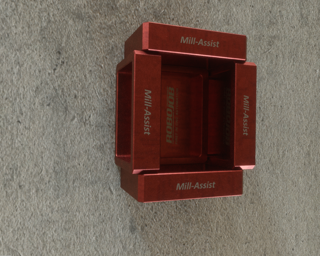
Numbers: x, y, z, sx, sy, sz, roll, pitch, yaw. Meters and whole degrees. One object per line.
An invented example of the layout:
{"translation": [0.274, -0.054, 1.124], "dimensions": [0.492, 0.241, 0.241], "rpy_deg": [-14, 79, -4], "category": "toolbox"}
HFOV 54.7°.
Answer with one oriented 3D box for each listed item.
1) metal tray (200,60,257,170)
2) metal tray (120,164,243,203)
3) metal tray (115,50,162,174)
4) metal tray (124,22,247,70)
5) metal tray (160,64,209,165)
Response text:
{"translation": [0.086, -0.015, 0.408], "dimensions": [0.030, 0.090, 0.129], "rpy_deg": [1, 90, -20], "category": "metal tray"}
{"translation": [0.024, 0.064, 0.385], "dimensions": [0.131, 0.090, 0.030], "rpy_deg": [1, 90, -20], "category": "metal tray"}
{"translation": [-0.028, -0.017, 0.365], "dimensions": [0.030, 0.090, 0.129], "rpy_deg": [1, 90, -20], "category": "metal tray"}
{"translation": [0.029, -0.096, 0.387], "dimensions": [0.131, 0.090, 0.030], "rpy_deg": [1, 90, -20], "category": "metal tray"}
{"translation": [0.018, -0.017, 0.415], "dimensions": [0.091, 0.030, 0.129], "rpy_deg": [1, 90, -21], "category": "metal tray"}
